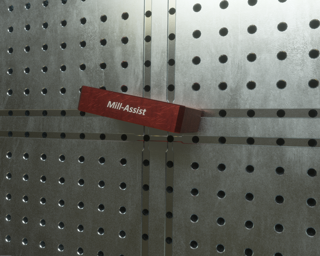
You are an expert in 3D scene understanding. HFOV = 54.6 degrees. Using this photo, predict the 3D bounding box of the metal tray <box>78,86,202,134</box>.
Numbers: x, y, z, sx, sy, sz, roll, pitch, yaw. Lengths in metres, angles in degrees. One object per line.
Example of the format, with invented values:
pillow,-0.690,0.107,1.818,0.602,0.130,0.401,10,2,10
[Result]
metal tray,-0.022,-0.023,0.386,0.130,0.090,0.030,13,95,19
